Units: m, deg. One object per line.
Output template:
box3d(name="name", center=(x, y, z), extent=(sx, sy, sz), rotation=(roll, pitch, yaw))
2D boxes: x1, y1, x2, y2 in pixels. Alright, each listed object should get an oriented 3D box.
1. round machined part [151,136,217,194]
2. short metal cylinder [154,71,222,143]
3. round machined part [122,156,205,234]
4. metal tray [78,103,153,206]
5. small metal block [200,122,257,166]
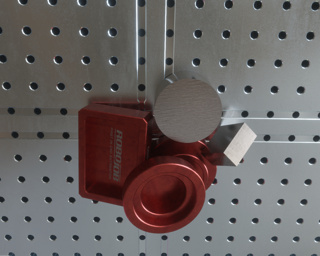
box3d(name="round machined part", center=(0.029, 0.058, 0.425), extent=(0.099, 0.042, 0.097), rotation=(0, 110, -1))
box3d(name="short metal cylinder", center=(0.033, -0.028, 0.390), extent=(0.081, 0.050, 0.079), rotation=(0, 110, -1))
box3d(name="round machined part", center=(0.003, 0.077, 0.382), extent=(0.099, 0.042, 0.097), rotation=(-4, 112, -10))
box3d(name="metal tray", center=(-0.060, 0.038, 0.412), extent=(0.090, 0.030, 0.129), rotation=(9, 110, 11))
box3d(name="small metal block", center=(0.088, 0.022, 0.399), extent=(0.025, 0.050, 0.050), rotation=(45, 69, -15))
